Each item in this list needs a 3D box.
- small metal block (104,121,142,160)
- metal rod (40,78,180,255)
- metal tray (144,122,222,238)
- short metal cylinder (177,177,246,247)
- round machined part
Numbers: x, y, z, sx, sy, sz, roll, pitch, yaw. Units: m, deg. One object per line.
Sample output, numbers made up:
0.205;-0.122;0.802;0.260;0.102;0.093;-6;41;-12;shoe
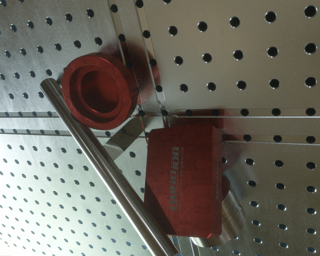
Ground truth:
-0.060;0.023;0.439;0.025;0.050;0.050;46;129;-4;small metal block
-0.077;0.038;0.395;0.300;0.025;0.025;49;133;25;metal rod
0.027;0.063;0.378;0.090;0.129;0.030;-7;160;30;metal tray
0.065;0.108;0.407;0.080;0.080;0.050;-18;109;34;short metal cylinder
-0.073;-0.049;0.401;0.098;0.042;0.097;9;116;18;round machined part
